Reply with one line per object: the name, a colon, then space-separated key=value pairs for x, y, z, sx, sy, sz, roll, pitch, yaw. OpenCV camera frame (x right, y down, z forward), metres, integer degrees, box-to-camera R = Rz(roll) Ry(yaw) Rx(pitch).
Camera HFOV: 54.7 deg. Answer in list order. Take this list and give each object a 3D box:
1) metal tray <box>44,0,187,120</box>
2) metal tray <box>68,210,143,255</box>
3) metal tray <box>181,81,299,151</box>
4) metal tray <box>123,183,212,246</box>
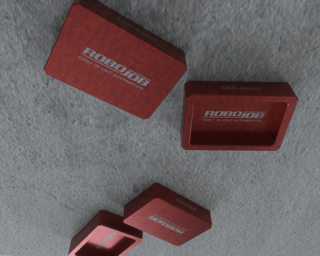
metal tray: x=-0.048 y=-0.072 z=0.342 sx=0.131 sy=0.030 sz=0.090 roll=25 pitch=126 yaw=-21
metal tray: x=-0.102 y=0.211 z=0.582 sx=0.090 sy=0.030 sz=0.129 roll=28 pitch=125 yaw=-22
metal tray: x=0.094 y=-0.013 z=0.394 sx=0.131 sy=0.030 sz=0.089 roll=1 pitch=130 yaw=-1
metal tray: x=0.014 y=0.153 z=0.535 sx=0.130 sy=0.030 sz=0.090 roll=33 pitch=122 yaw=-26
